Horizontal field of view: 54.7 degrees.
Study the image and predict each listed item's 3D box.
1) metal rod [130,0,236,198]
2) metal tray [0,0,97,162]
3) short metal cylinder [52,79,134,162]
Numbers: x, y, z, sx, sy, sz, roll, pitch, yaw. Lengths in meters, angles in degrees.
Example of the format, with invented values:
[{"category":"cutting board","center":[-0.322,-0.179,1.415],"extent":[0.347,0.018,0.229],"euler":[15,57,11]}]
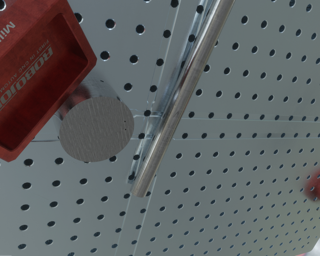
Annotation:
[{"category":"metal rod","center":[0.025,-0.036,0.402],"extent":[0.025,0.025,0.298],"euler":[11,113,-33]},{"category":"metal tray","center":[-0.117,-0.042,0.264],"extent":[0.130,0.030,0.090],"euler":[-54,161,-16]},{"category":"short metal cylinder","center":[-0.076,-0.009,0.348],"extent":[0.081,0.050,0.079],"euler":[-14,124,-21]}]
